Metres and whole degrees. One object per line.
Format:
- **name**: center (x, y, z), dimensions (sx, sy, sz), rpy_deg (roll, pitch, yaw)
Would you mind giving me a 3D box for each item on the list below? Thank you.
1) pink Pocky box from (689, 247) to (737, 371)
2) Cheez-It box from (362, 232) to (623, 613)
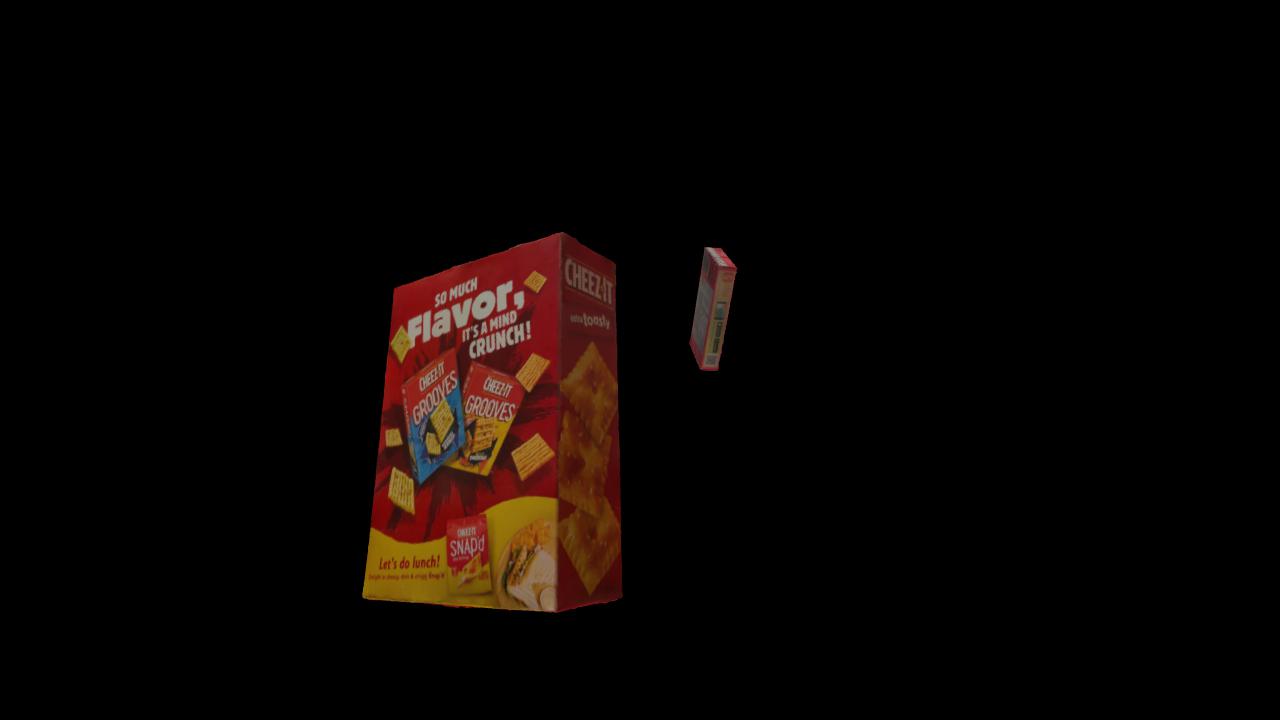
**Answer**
- **pink Pocky box**: center (0.099, -0.071, 0.858), dimensions (0.029, 0.155, 0.084), rpy_deg (3, 27, -9)
- **Cheez-It box**: center (-0.098, 0.044, 0.411), dimensions (0.166, 0.223, 0.071), rpy_deg (-11, -17, 30)
